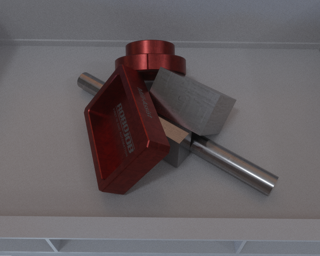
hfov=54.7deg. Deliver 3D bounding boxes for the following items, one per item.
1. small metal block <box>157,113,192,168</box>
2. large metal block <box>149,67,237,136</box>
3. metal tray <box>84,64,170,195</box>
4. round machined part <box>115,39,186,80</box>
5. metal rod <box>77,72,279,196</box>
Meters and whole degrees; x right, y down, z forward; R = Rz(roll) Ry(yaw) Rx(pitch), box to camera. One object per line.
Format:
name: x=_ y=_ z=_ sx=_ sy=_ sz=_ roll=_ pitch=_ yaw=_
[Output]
small metal block: x=0.009 y=0.014 z=0.375 sx=0.050 sy=0.050 sz=0.025 roll=31 pitch=57 yaw=23
large metal block: x=0.040 y=-0.032 z=0.389 sx=0.080 sy=0.050 sz=0.080 roll=30 pitch=13 yaw=22
metal tray: x=-0.045 y=0.000 z=0.363 sx=0.030 sy=0.090 sz=0.130 roll=19 pitch=37 yaw=-40
round machined part: x=-0.013 y=-0.094 z=0.432 sx=0.099 sy=0.098 sz=0.042 roll=-1 pitch=91 yaw=-2
metal rod: x=0.007 y=-0.003 z=0.405 sx=0.300 sy=0.025 sz=0.025 roll=30 pitch=56 yaw=22
